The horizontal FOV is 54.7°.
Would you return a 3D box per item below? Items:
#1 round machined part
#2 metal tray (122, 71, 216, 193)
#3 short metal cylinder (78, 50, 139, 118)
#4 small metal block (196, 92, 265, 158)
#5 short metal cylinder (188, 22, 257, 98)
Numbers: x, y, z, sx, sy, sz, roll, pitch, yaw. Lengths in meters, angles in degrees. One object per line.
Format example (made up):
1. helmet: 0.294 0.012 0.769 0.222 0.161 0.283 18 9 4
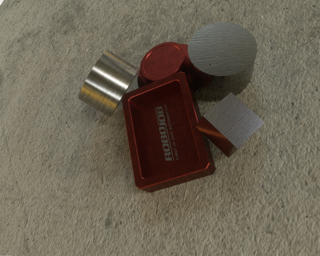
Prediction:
1. round machined part: 0.011 -0.083 0.440 0.098 0.042 0.098 -13 56 21
2. metal tray: 0.007 0.004 0.381 0.090 0.030 0.130 -20 64 16
3. short metal cylinder: -0.071 -0.062 0.437 0.050 0.080 0.080 31 74 -7
4. small metal block: 0.078 -0.004 0.344 0.050 0.025 0.050 -38 76 -27
5. short metal cylinder: 0.076 -0.084 0.387 0.080 0.050 0.080 -3 64 7
